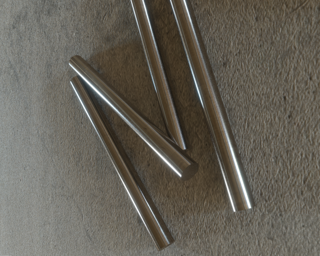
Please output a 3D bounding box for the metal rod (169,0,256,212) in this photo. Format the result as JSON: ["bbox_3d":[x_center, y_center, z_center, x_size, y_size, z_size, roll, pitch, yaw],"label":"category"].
[{"bbox_3d":[0.052,-0.055,0.361,0.025,0.025,0.299,-24,75,37],"label":"metal rod"}]

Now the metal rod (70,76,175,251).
[{"bbox_3d":[-0.065,0.036,0.458,0.025,0.025,0.299,-47,62,30],"label":"metal rod"}]

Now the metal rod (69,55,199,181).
[{"bbox_3d":[-0.054,-0.032,0.430,0.300,0.025,0.025,42,116,38],"label":"metal rod"}]

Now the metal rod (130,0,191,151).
[{"bbox_3d":[-0.011,-0.112,0.414,0.025,0.025,0.299,-25,75,37],"label":"metal rod"}]
